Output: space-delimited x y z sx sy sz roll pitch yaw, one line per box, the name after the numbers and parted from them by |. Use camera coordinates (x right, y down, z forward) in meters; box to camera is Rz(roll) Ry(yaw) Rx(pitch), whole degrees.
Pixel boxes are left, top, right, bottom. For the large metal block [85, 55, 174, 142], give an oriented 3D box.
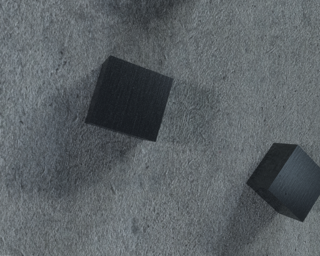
-0.039 -0.033 0.381 0.081 0.050 0.080 18 84 -19 | large metal block

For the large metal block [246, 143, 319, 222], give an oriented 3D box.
0.193 0.079 0.467 0.080 0.050 0.080 42 77 -15 | large metal block
